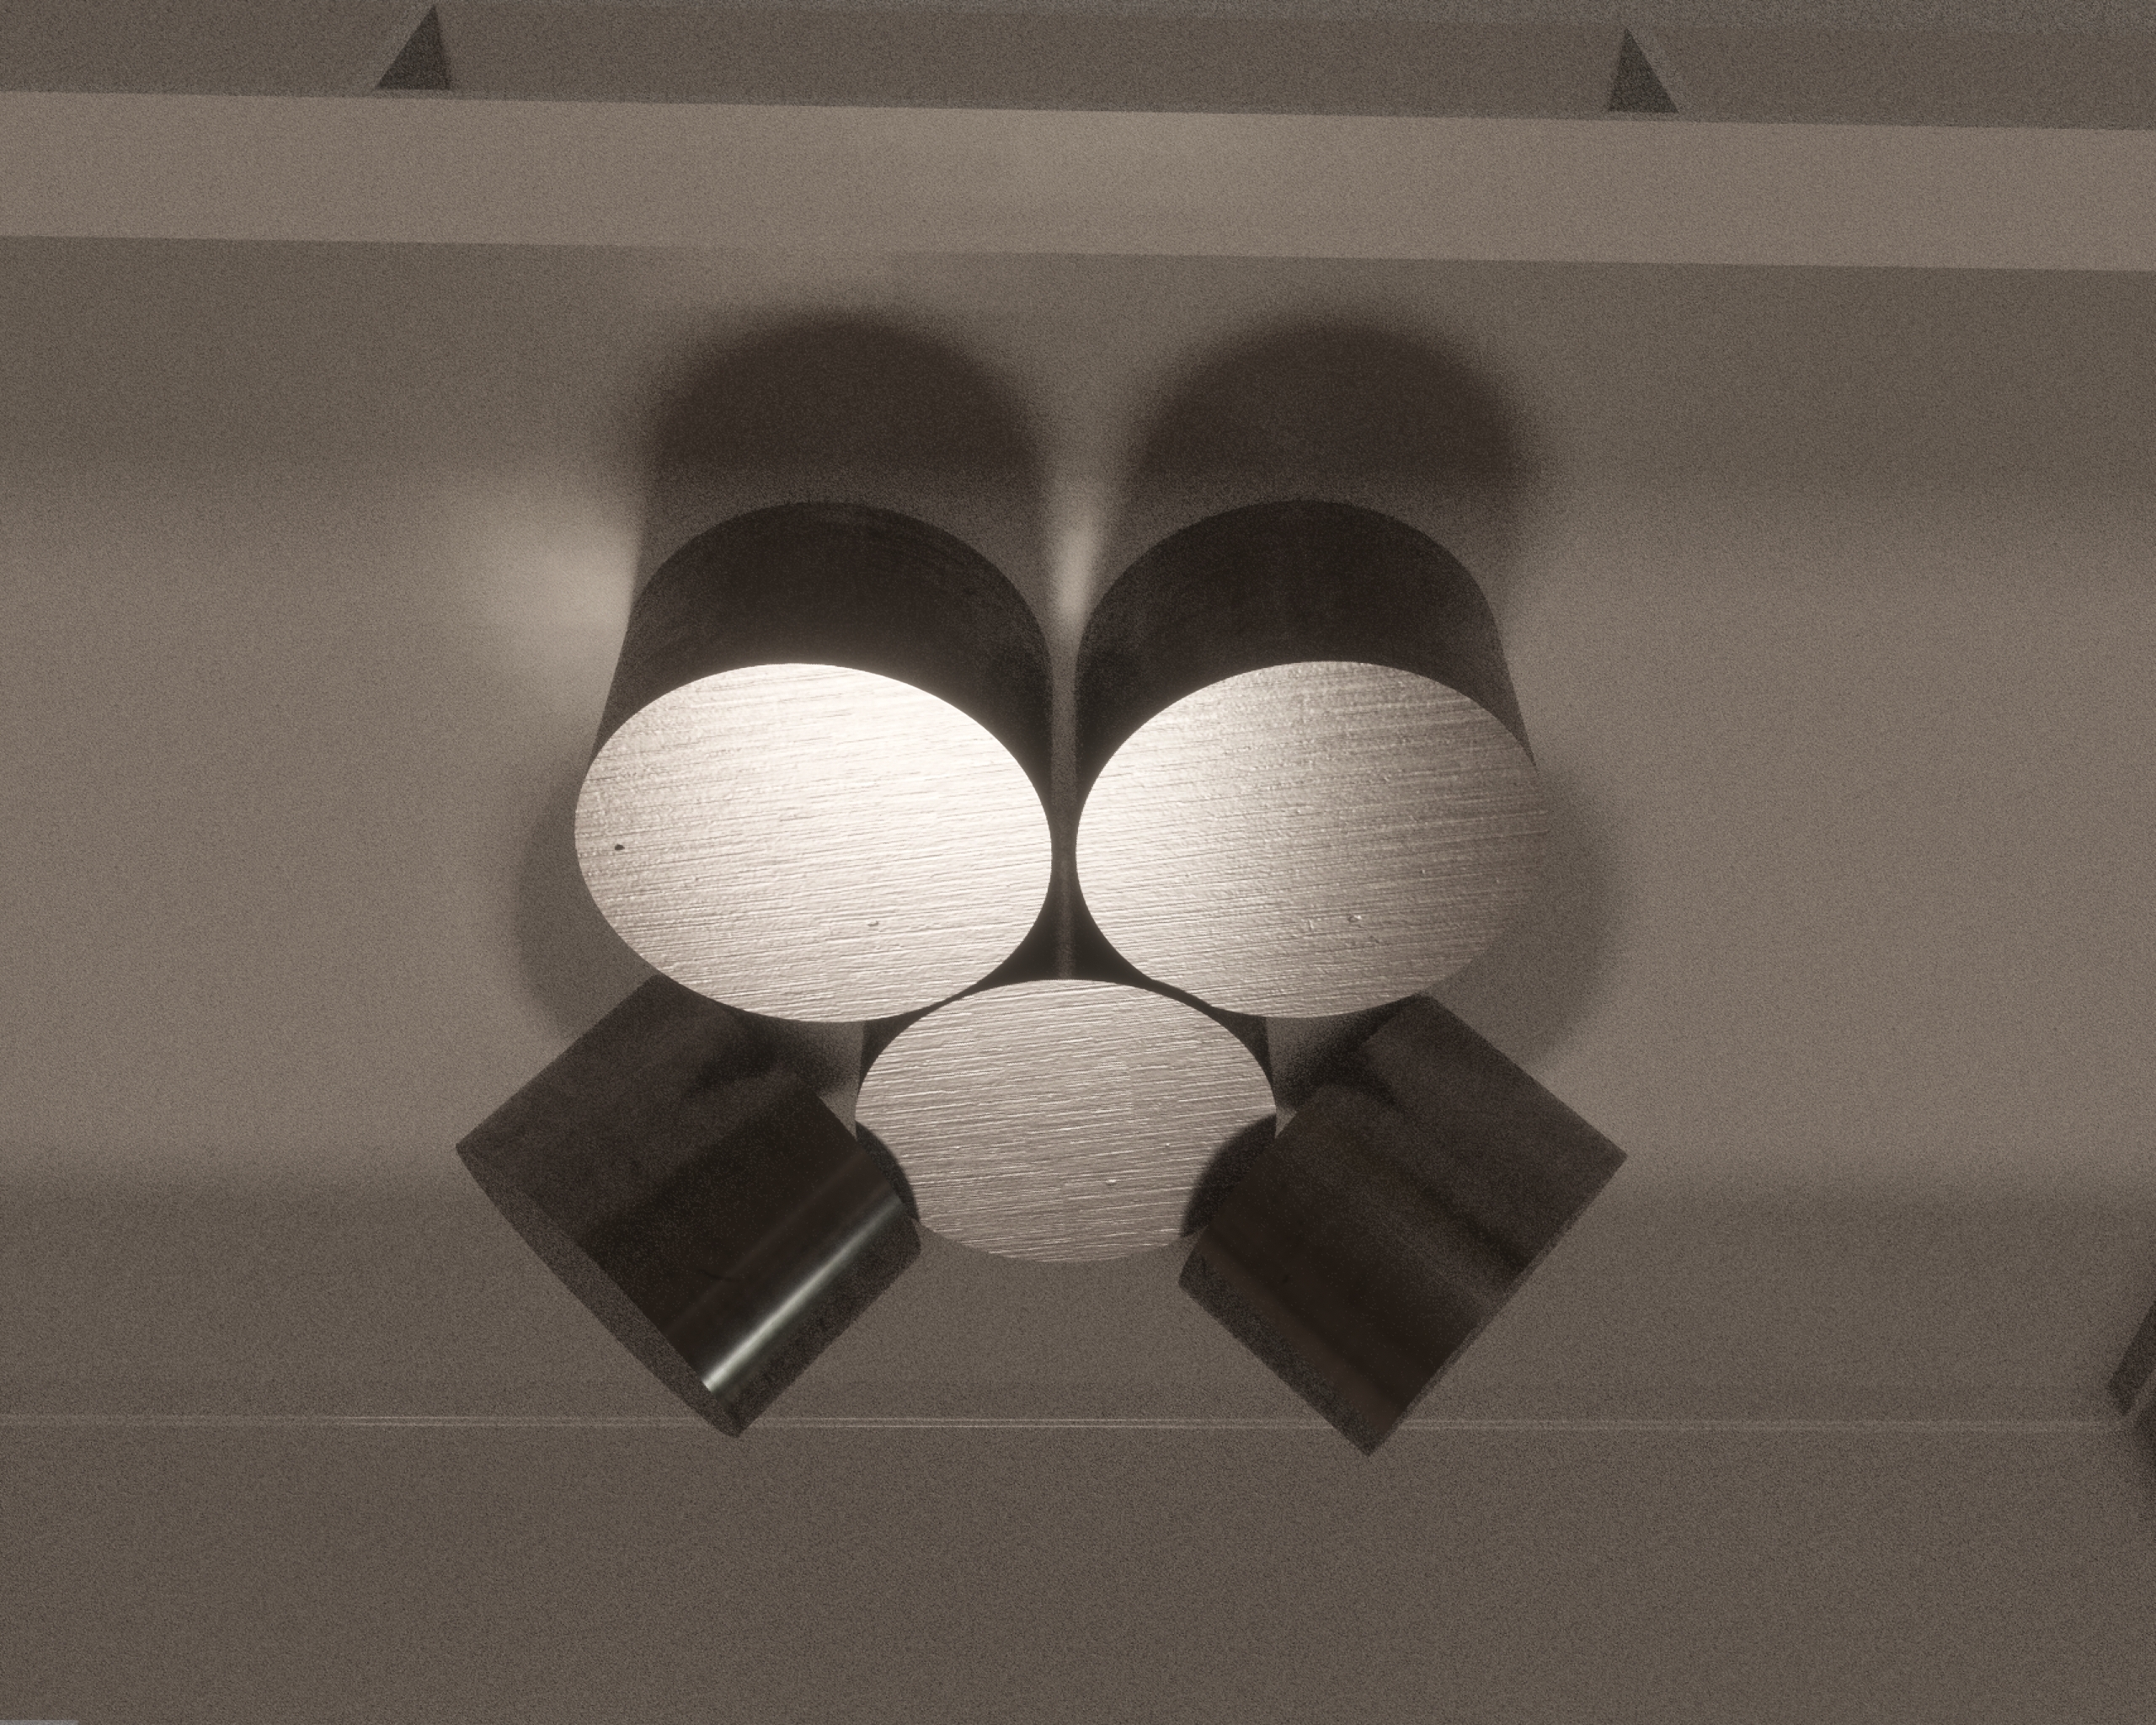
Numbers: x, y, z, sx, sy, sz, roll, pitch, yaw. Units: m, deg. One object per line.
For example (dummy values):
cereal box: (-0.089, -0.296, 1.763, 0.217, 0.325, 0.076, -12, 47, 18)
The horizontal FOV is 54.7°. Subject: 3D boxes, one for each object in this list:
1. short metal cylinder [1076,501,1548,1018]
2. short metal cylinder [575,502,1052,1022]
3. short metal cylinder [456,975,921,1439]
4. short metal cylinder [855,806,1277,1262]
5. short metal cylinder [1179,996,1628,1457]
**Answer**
short metal cylinder: (0.040, -0.018, 0.376, 0.081, 0.050, 0.079, 0, 130, 0)
short metal cylinder: (-0.045, -0.017, 0.374, 0.081, 0.050, 0.079, 0, 130, 0)
short metal cylinder: (-0.078, 0.069, 0.421, 0.050, 0.080, 0.080, -44, 132, -22)
short metal cylinder: (-0.002, 0.035, 0.418, 0.081, 0.050, 0.079, 0, 130, 0)
short metal cylinder: (0.066, 0.074, 0.427, 0.050, 0.081, 0.079, 40, 129, 18)
